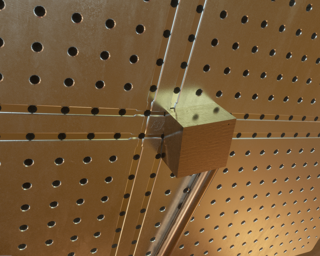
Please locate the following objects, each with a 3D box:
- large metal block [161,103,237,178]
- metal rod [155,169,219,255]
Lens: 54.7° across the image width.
[{"bbox_3d":[0.052,0.016,0.433,0.081,0.050,0.079,-9,123,-24],"label":"large metal block"},{"bbox_3d":[0.031,0.173,0.534,0.025,0.025,0.298,12,113,-33],"label":"metal rod"}]
